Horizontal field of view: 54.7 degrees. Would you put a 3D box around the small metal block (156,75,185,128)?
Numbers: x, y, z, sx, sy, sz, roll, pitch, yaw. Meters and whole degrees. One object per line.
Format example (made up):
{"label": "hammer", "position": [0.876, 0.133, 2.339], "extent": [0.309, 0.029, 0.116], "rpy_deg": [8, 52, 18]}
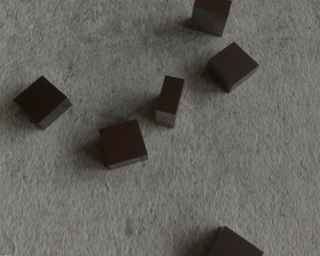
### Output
{"label": "small metal block", "position": [0.013, -0.033, 0.407], "extent": [0.025, 0.050, 0.050], "rpy_deg": [13, 71, 4]}

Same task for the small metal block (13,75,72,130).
{"label": "small metal block", "position": [-0.158, -0.034, 0.419], "extent": [0.050, 0.025, 0.050], "rpy_deg": [40, 74, 13]}

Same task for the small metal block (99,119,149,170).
{"label": "small metal block", "position": [-0.047, 0.021, 0.400], "extent": [0.050, 0.025, 0.050], "rpy_deg": [-16, 71, -6]}

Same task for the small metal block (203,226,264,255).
{"label": "small metal block", "position": [0.081, 0.149, 0.355], "extent": [0.050, 0.025, 0.050], "rpy_deg": [33, 73, 11]}

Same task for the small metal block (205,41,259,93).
{"label": "small metal block", "position": [0.102, -0.086, 0.441], "extent": [0.050, 0.025, 0.050], "rpy_deg": [-37, 75, -13]}

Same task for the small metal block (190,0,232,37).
{"label": "small metal block", "position": [0.074, -0.166, 0.456], "extent": [0.050, 0.050, 0.025], "rpy_deg": [15, 71, 5]}
